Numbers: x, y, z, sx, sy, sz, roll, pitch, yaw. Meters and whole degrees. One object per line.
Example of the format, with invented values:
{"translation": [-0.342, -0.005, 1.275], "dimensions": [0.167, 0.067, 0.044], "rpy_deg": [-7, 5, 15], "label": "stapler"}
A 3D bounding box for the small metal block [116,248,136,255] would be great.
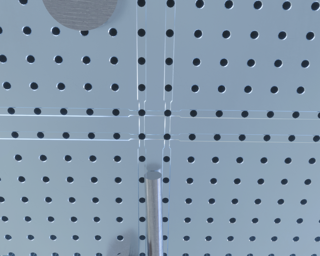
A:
{"translation": [-0.063, 0.225, 0.482], "dimensions": [0.050, 0.050, 0.025], "rpy_deg": [-33, 107, 11], "label": "small metal block"}

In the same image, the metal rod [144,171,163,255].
{"translation": [-0.007, 0.207, 0.489], "dimensions": [0.025, 0.025, 0.298], "rpy_deg": [-1, 110, 0], "label": "metal rod"}

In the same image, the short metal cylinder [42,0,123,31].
{"translation": [-0.084, -0.151, 0.343], "dimensions": [0.081, 0.050, 0.079], "rpy_deg": [0, 110, -1], "label": "short metal cylinder"}
